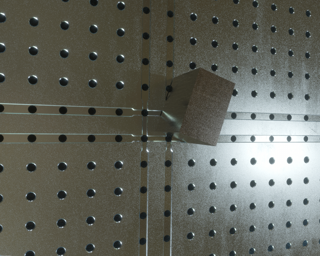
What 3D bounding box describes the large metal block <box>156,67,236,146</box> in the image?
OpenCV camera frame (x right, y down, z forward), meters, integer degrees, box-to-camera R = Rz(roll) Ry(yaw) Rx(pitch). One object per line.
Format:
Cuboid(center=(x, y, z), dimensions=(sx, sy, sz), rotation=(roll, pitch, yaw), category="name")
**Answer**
Cuboid(center=(0.043, -0.024, 0.399), dimensions=(0.050, 0.080, 0.080), rotation=(21, 83, -19), category="large metal block")
